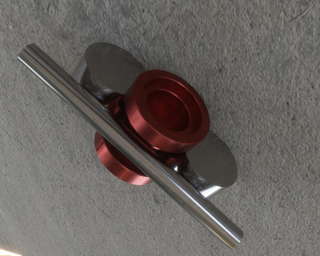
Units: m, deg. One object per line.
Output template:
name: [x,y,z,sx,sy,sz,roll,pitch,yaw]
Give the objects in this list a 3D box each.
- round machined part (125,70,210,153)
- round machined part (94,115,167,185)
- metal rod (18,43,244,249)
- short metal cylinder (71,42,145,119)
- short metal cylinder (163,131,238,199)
round machined part: [0.005,-0.014,0.349,0.098,0.098,0.042,43,133,-2]
round machined part: [-0.027,0.017,0.383,0.098,0.098,0.042,43,125,-2]
metal rod: [-0.029,0.021,0.332,0.300,0.025,0.025,42,129,-2]
short metal cylinder: [-0.061,-0.055,0.369,0.080,0.080,0.050,43,129,-2]
short metal cylinder: [0.046,0.046,0.375,0.080,0.080,0.050,43,129,-2]
